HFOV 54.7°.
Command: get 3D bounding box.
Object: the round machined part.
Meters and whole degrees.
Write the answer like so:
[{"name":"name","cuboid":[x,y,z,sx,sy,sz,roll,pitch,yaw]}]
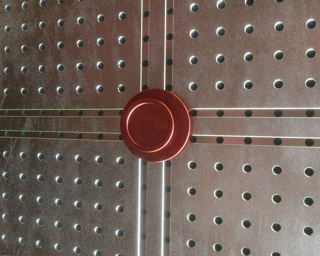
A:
[{"name":"round machined part","cuboid":[-0.009,-0.003,0.405,0.098,0.042,0.097,0,90,19]}]
